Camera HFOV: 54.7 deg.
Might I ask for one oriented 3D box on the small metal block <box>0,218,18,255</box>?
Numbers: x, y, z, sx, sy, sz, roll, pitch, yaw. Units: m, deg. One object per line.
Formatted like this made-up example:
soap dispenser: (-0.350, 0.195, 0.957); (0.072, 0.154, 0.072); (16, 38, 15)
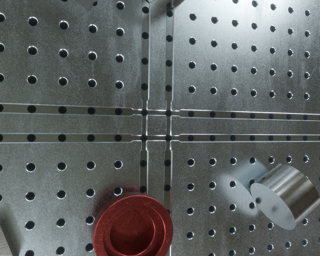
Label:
small metal block: (-0.192, 0.136, 0.342); (0.050, 0.025, 0.050); (-20, 97, -19)

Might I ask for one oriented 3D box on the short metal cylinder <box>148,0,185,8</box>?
short metal cylinder: (0.014, -0.205, 0.404); (0.081, 0.050, 0.079); (0, 90, -20)

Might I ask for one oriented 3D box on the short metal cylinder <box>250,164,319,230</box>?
short metal cylinder: (0.180, 0.099, 0.450); (0.050, 0.080, 0.080); (-33, 101, -17)

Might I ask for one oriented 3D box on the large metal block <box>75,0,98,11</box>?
large metal block: (-0.090, -0.203, 0.366); (0.080, 0.050, 0.080); (39, 78, -16)

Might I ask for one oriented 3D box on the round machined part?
round machined part: (-0.037, 0.129, 0.390); (0.099, 0.042, 0.097); (0, 90, -20)
